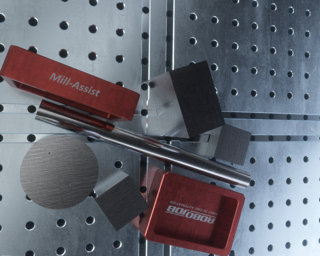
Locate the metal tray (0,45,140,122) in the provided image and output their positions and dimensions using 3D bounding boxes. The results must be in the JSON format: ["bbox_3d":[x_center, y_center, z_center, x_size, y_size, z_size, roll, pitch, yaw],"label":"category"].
[{"bbox_3d":[-0.097,-0.042,0.341,0.131,0.090,0.030,20,84,-19],"label":"metal tray"}]

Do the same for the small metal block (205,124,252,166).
[{"bbox_3d":[0.099,0.024,0.449,0.050,0.025,0.050,18,84,-19],"label":"small metal block"}]

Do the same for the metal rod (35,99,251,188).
[{"bbox_3d":[-0.008,0.028,0.410,0.302,0.025,0.025,20,83,-19],"label":"metal rod"}]

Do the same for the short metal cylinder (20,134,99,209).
[{"bbox_3d":[-0.115,0.047,0.356,0.081,0.050,0.080,0,90,-20],"label":"short metal cylinder"}]

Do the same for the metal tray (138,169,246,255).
[{"bbox_3d":[0.046,0.117,0.426,0.131,0.030,0.090,19,84,-19],"label":"metal tray"}]

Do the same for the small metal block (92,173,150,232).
[{"bbox_3d":[-0.050,0.093,0.395,0.050,0.025,0.050,-34,101,-17],"label":"small metal block"}]

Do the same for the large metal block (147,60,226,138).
[{"bbox_3d":[0.031,-0.034,0.396,0.050,0.080,0.080,-20,97,-19],"label":"large metal block"}]
